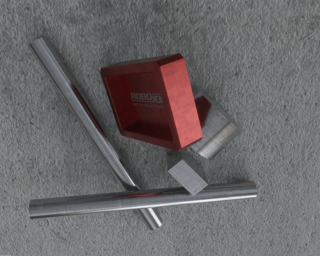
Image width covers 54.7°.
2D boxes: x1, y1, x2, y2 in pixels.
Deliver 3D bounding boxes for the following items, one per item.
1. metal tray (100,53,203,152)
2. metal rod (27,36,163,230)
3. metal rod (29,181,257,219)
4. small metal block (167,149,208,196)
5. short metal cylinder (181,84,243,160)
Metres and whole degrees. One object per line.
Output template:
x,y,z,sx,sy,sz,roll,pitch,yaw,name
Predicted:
-0.015,-0.030,0.344,0.030,0.130,0.089,-26,110,-29,metal tray
-0.077,0.020,0.416,0.025,0.025,0.299,-26,108,9,metal rod
-0.016,0.096,0.420,0.302,0.025,0.025,-3,111,-9,metal rod
0.036,0.055,0.417,0.025,0.050,0.050,-41,105,13,small metal block
0.054,-0.008,0.378,0.080,0.080,0.050,41,105,-14,short metal cylinder
